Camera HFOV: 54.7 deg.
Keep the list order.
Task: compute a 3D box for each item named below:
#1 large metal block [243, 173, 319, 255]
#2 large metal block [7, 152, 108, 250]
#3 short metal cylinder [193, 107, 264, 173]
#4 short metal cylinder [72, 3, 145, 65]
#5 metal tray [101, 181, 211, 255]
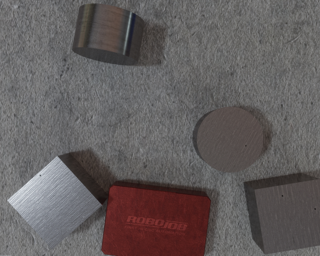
[{"bbox_3d":[0.160,0.107,0.399,0.080,0.050,0.080,-9,90,0],"label":"large metal block"},{"bbox_3d":[-0.126,0.090,0.397,0.080,0.050,0.080,-42,90,0],"label":"large metal block"},{"bbox_3d":[0.085,0.014,0.398,0.081,0.050,0.080,0,90,0],"label":"short metal cylinder"},{"bbox_3d":[-0.063,-0.112,0.382,0.080,0.080,0.050,9,90,0],"label":"short metal cylinder"},{"bbox_3d":[-0.005,0.124,0.408,0.131,0.030,0.089,7,90,0],"label":"metal tray"}]
